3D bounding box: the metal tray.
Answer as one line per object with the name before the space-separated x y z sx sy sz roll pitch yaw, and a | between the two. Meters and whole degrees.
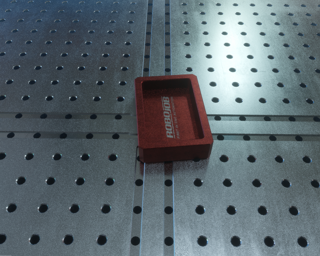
metal tray | 0.014 -0.018 0.419 0.091 0.030 0.130 -4 50 -4
